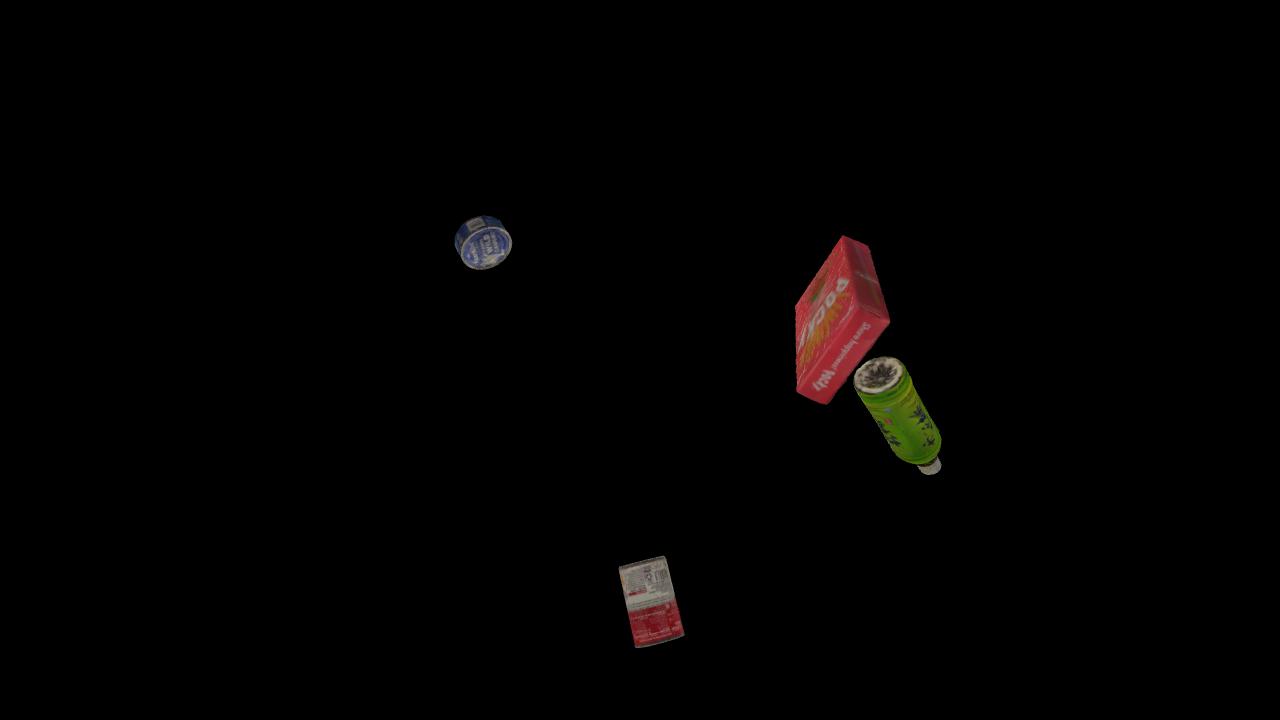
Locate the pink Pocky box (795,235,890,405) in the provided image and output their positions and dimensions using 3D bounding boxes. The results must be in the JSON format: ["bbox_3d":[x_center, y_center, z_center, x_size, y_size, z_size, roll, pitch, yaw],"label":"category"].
[{"bbox_3d":[0.160,-0.038,0.504,0.029,0.084,0.155,26,33,-2],"label":"pink Pocky box"}]

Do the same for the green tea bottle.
[{"bbox_3d":[0.369,0.086,0.853,0.073,0.073,0.212,0,-40,50],"label":"green tea bottle"}]

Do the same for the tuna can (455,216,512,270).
[{"bbox_3d":[-0.247,-0.184,0.966,0.084,0.034,0.084,-26,-30,-17],"label":"tuna can"}]

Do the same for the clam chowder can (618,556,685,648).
[{"bbox_3d":[0.014,0.319,0.815,0.068,0.102,0.068,-13,-18,-4],"label":"clam chowder can"}]
